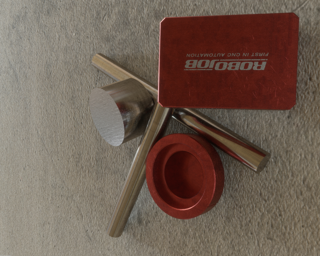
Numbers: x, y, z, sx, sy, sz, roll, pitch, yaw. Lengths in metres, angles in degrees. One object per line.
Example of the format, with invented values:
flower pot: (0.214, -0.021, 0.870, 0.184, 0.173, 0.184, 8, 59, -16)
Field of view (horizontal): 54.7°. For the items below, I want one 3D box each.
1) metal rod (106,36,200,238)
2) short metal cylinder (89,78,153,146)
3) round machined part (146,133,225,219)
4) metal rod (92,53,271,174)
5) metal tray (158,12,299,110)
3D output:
metal rod: (-0.017, 0.030, 0.398, 0.025, 0.025, 0.298, 40, 121, 32)
short metal cylinder: (-0.051, -0.022, 0.415, 0.080, 0.050, 0.079, 29, 132, 40)
round machined part: (0.033, 0.055, 0.368, 0.098, 0.042, 0.097, 0, 90, 40)
metal rod: (0.005, -0.035, 0.403, 0.300, 0.025, 0.025, 35, 112, 34)
metal tray: (0.066, -0.064, 0.312, 0.131, 0.030, 0.089, 2, 92, 12)
